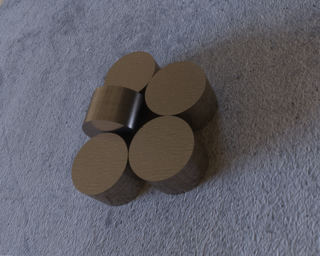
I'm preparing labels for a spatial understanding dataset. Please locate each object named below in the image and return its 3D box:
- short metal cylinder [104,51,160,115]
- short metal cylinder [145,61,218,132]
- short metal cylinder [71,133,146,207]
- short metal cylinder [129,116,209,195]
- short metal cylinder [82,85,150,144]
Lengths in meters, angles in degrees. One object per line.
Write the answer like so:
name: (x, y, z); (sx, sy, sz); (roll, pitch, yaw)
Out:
short metal cylinder: (-0.032, -0.062, 0.444); (0.080, 0.050, 0.080); (-14, 56, 21)
short metal cylinder: (0.028, -0.038, 0.397); (0.080, 0.050, 0.080); (-13, 57, 21)
short metal cylinder: (-0.062, 0.053, 0.390); (0.080, 0.050, 0.080); (-14, 56, 21)
short metal cylinder: (0.011, 0.032, 0.363); (0.080, 0.050, 0.080); (-14, 56, 22)
short metal cylinder: (-0.056, -0.012, 0.407); (0.080, 0.080, 0.050); (-3, 61, 27)
